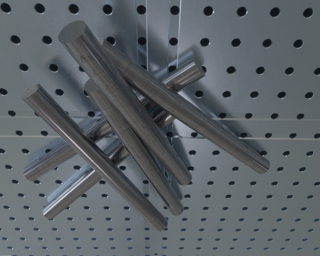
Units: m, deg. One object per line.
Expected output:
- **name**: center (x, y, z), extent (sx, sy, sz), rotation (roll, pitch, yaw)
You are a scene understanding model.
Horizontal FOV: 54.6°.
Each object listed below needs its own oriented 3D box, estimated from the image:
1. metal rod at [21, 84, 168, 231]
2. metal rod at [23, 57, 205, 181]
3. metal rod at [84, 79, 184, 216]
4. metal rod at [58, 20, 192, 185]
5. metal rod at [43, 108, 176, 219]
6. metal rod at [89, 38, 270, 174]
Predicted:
- **metal rod**: center (-0.070, 0.060, 0.427), extent (0.025, 0.025, 0.300), rotation (-23, 127, 18)
- **metal rod**: center (-0.075, -0.001, 0.410), extent (0.300, 0.025, 0.025), rotation (-30, 124, 23)
- **metal rod**: center (-0.018, 0.047, 0.421), extent (0.025, 0.025, 0.299), rotation (-14, 138, 12)
- **metal rod**: center (-0.016, 0.001, 0.361), extent (0.025, 0.025, 0.300), rotation (-17, 144, 14)
- **metal rod**: center (-0.088, 0.061, 0.462), extent (0.025, 0.025, 0.299), rotation (35, 122, -26)
- **metal rod**: center (0.045, -0.009, 0.378), extent (0.301, 0.025, 0.025), rotation (32, 124, -34)
